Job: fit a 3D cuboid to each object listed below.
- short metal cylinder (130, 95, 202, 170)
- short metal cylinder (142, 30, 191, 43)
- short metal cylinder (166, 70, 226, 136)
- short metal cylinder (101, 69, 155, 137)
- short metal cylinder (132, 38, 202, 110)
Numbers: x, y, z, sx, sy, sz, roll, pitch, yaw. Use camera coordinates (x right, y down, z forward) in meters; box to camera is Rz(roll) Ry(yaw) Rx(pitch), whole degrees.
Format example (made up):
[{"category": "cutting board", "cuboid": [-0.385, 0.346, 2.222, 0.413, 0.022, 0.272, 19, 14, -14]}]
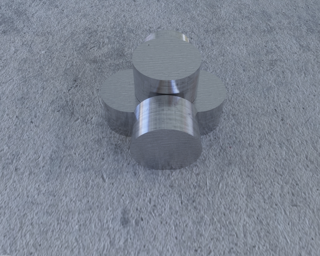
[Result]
[{"category": "short metal cylinder", "cuboid": [0.007, 0.007, 0.363, 0.081, 0.080, 0.050, 0, 50, 0]}, {"category": "short metal cylinder", "cuboid": [0.010, -0.093, 0.448, 0.081, 0.080, 0.050, 0, 50, -1]}, {"category": "short metal cylinder", "cuboid": [0.045, -0.034, 0.418, 0.081, 0.050, 0.080, 0, 50, 0]}, {"category": "short metal cylinder", "cuboid": [-0.035, -0.034, 0.416, 0.081, 0.050, 0.080, 0, 50, 0]}, {"category": "short metal cylinder", "cuboid": [0.008, -0.066, 0.378, 0.081, 0.050, 0.080, 0, 50, 0]}]
